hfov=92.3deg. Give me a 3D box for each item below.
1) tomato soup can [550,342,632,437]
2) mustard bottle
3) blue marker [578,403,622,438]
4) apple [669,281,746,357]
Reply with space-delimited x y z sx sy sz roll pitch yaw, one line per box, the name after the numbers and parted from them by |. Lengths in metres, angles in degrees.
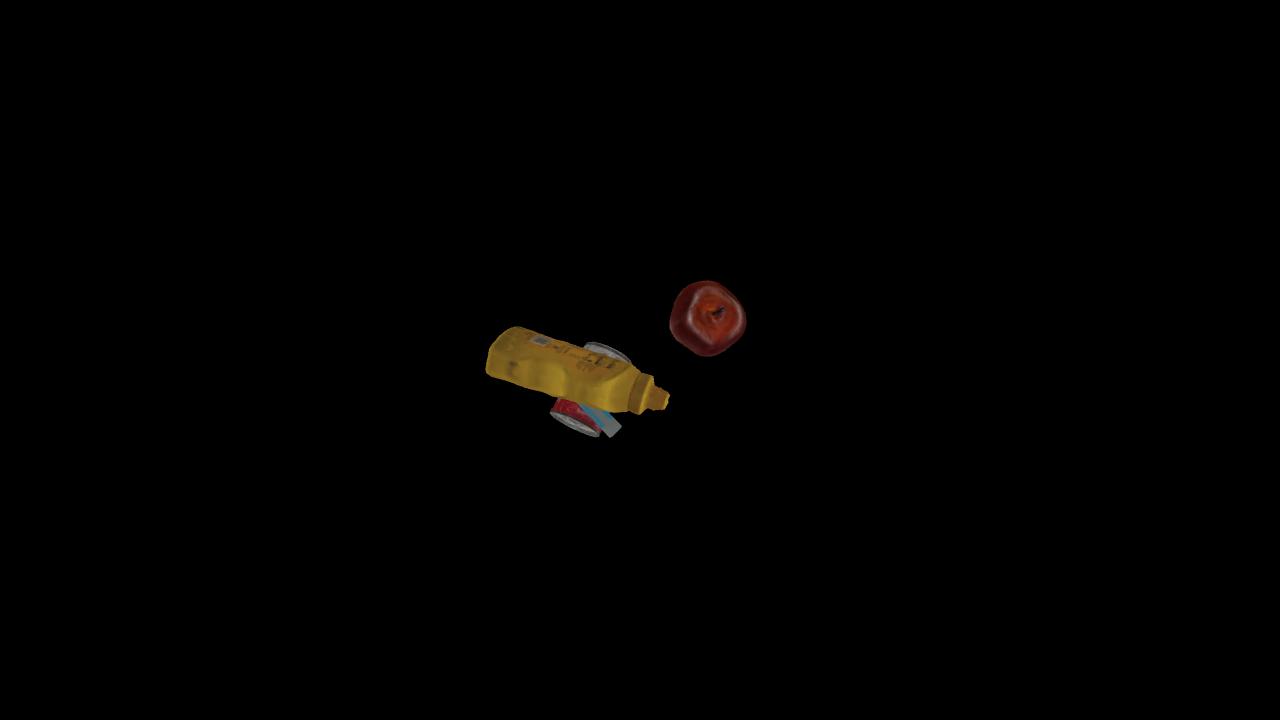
-0.059 0.036 0.762 0.068 0.101 0.068 23 -17 7 | tomato soup can
-0.058 0.016 0.635 0.184 0.054 0.092 17 12 10 | mustard bottle
-0.068 0.035 0.673 0.020 0.121 0.020 -43 2 2 | blue marker
0.069 -0.042 0.638 0.079 0.079 0.093 0 -4 -11 | apple
